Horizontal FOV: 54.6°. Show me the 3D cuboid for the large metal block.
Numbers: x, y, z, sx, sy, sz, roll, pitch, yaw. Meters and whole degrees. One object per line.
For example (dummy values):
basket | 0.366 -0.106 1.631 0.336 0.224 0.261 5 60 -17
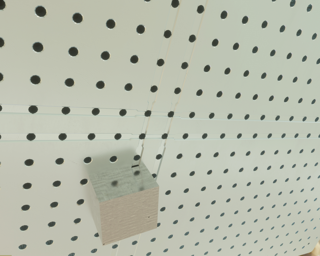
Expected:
large metal block | -0.050 0.106 0.433 0.081 0.050 0.079 -11 123 -22
